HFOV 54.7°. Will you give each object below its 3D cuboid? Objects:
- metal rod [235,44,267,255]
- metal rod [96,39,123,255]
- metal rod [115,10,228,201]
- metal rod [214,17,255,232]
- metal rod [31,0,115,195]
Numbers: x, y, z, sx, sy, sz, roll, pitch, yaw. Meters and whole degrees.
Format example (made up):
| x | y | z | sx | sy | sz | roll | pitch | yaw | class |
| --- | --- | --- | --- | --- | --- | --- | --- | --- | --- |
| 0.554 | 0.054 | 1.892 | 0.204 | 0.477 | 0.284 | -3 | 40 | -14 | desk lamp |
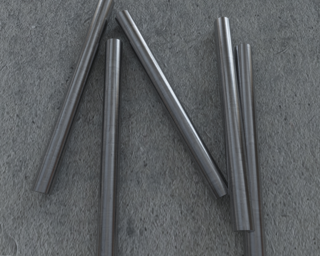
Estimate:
| x | y | z | sx | sy | sz | roll | pitch | yaw | class |
| --- | --- | --- | --- | --- | --- | --- | --- | --- | --- |
| 0.115 | 0.025 | 0.399 | 0.025 | 0.025 | 0.299 | 2 | 70 | 1 | metal rod |
| -0.064 | 0.017 | 0.401 | 0.025 | 0.025 | 0.299 | -1 | 70 | -1 | metal rod |
| 0.010 | -0.043 | 0.423 | 0.025 | 0.025 | 0.299 | -25 | 72 | -9 | metal rod |
| 0.093 | -0.022 | 0.404 | 0.025 | 0.025 | 0.299 | 0 | 65 | 0 | metal rod |
| -0.114 | -0.058 | 0.428 | 0.025 | 0.025 | 0.299 | 11 | 70 | 4 | metal rod |
